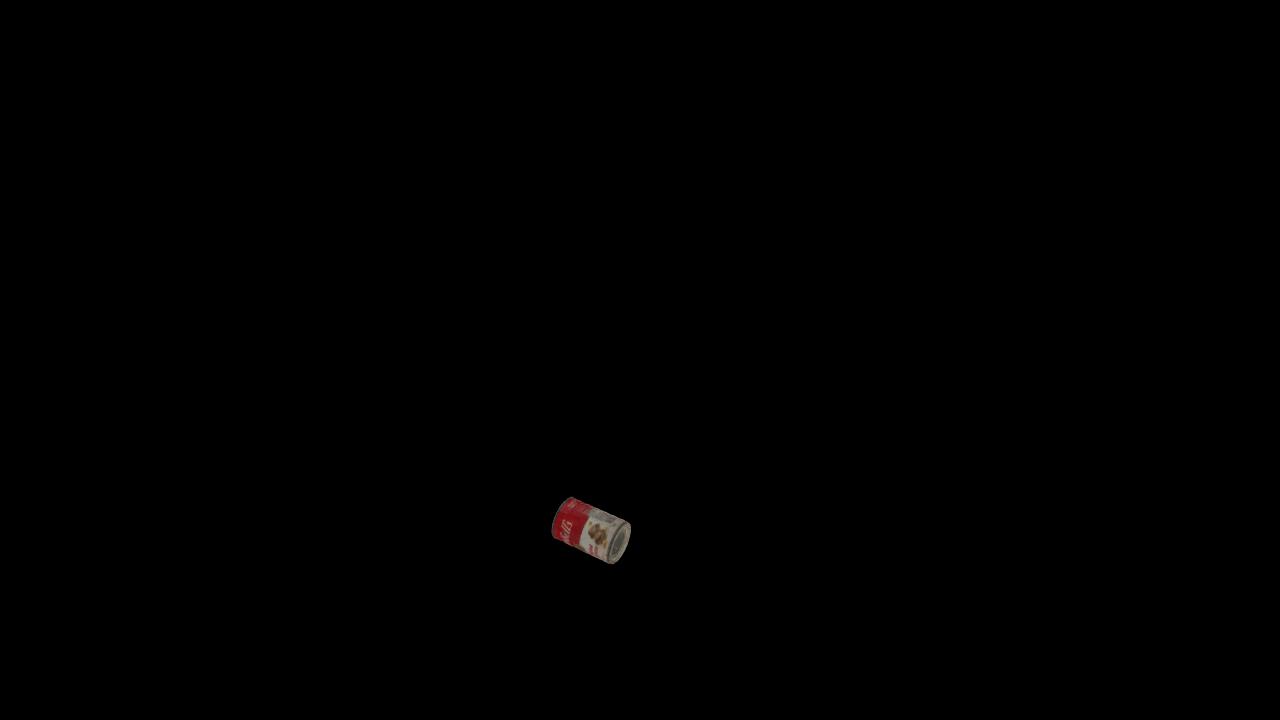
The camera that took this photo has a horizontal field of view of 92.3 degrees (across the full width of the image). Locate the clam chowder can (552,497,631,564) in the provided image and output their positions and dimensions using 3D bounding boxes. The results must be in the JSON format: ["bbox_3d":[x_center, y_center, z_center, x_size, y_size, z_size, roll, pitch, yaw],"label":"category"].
[{"bbox_3d":[-0.073,0.257,0.928,0.102,0.068,0.068,17,7,22],"label":"clam chowder can"}]
